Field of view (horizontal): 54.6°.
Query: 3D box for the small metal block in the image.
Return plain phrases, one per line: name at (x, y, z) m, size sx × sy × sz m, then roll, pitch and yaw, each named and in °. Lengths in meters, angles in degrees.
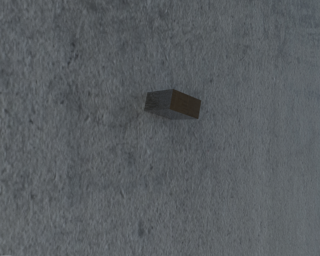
small metal block at (0.016, -0.029, 0.401) m, size 0.050 × 0.050 × 0.025 m, roll 16°, pitch 80°, yaw -39°
